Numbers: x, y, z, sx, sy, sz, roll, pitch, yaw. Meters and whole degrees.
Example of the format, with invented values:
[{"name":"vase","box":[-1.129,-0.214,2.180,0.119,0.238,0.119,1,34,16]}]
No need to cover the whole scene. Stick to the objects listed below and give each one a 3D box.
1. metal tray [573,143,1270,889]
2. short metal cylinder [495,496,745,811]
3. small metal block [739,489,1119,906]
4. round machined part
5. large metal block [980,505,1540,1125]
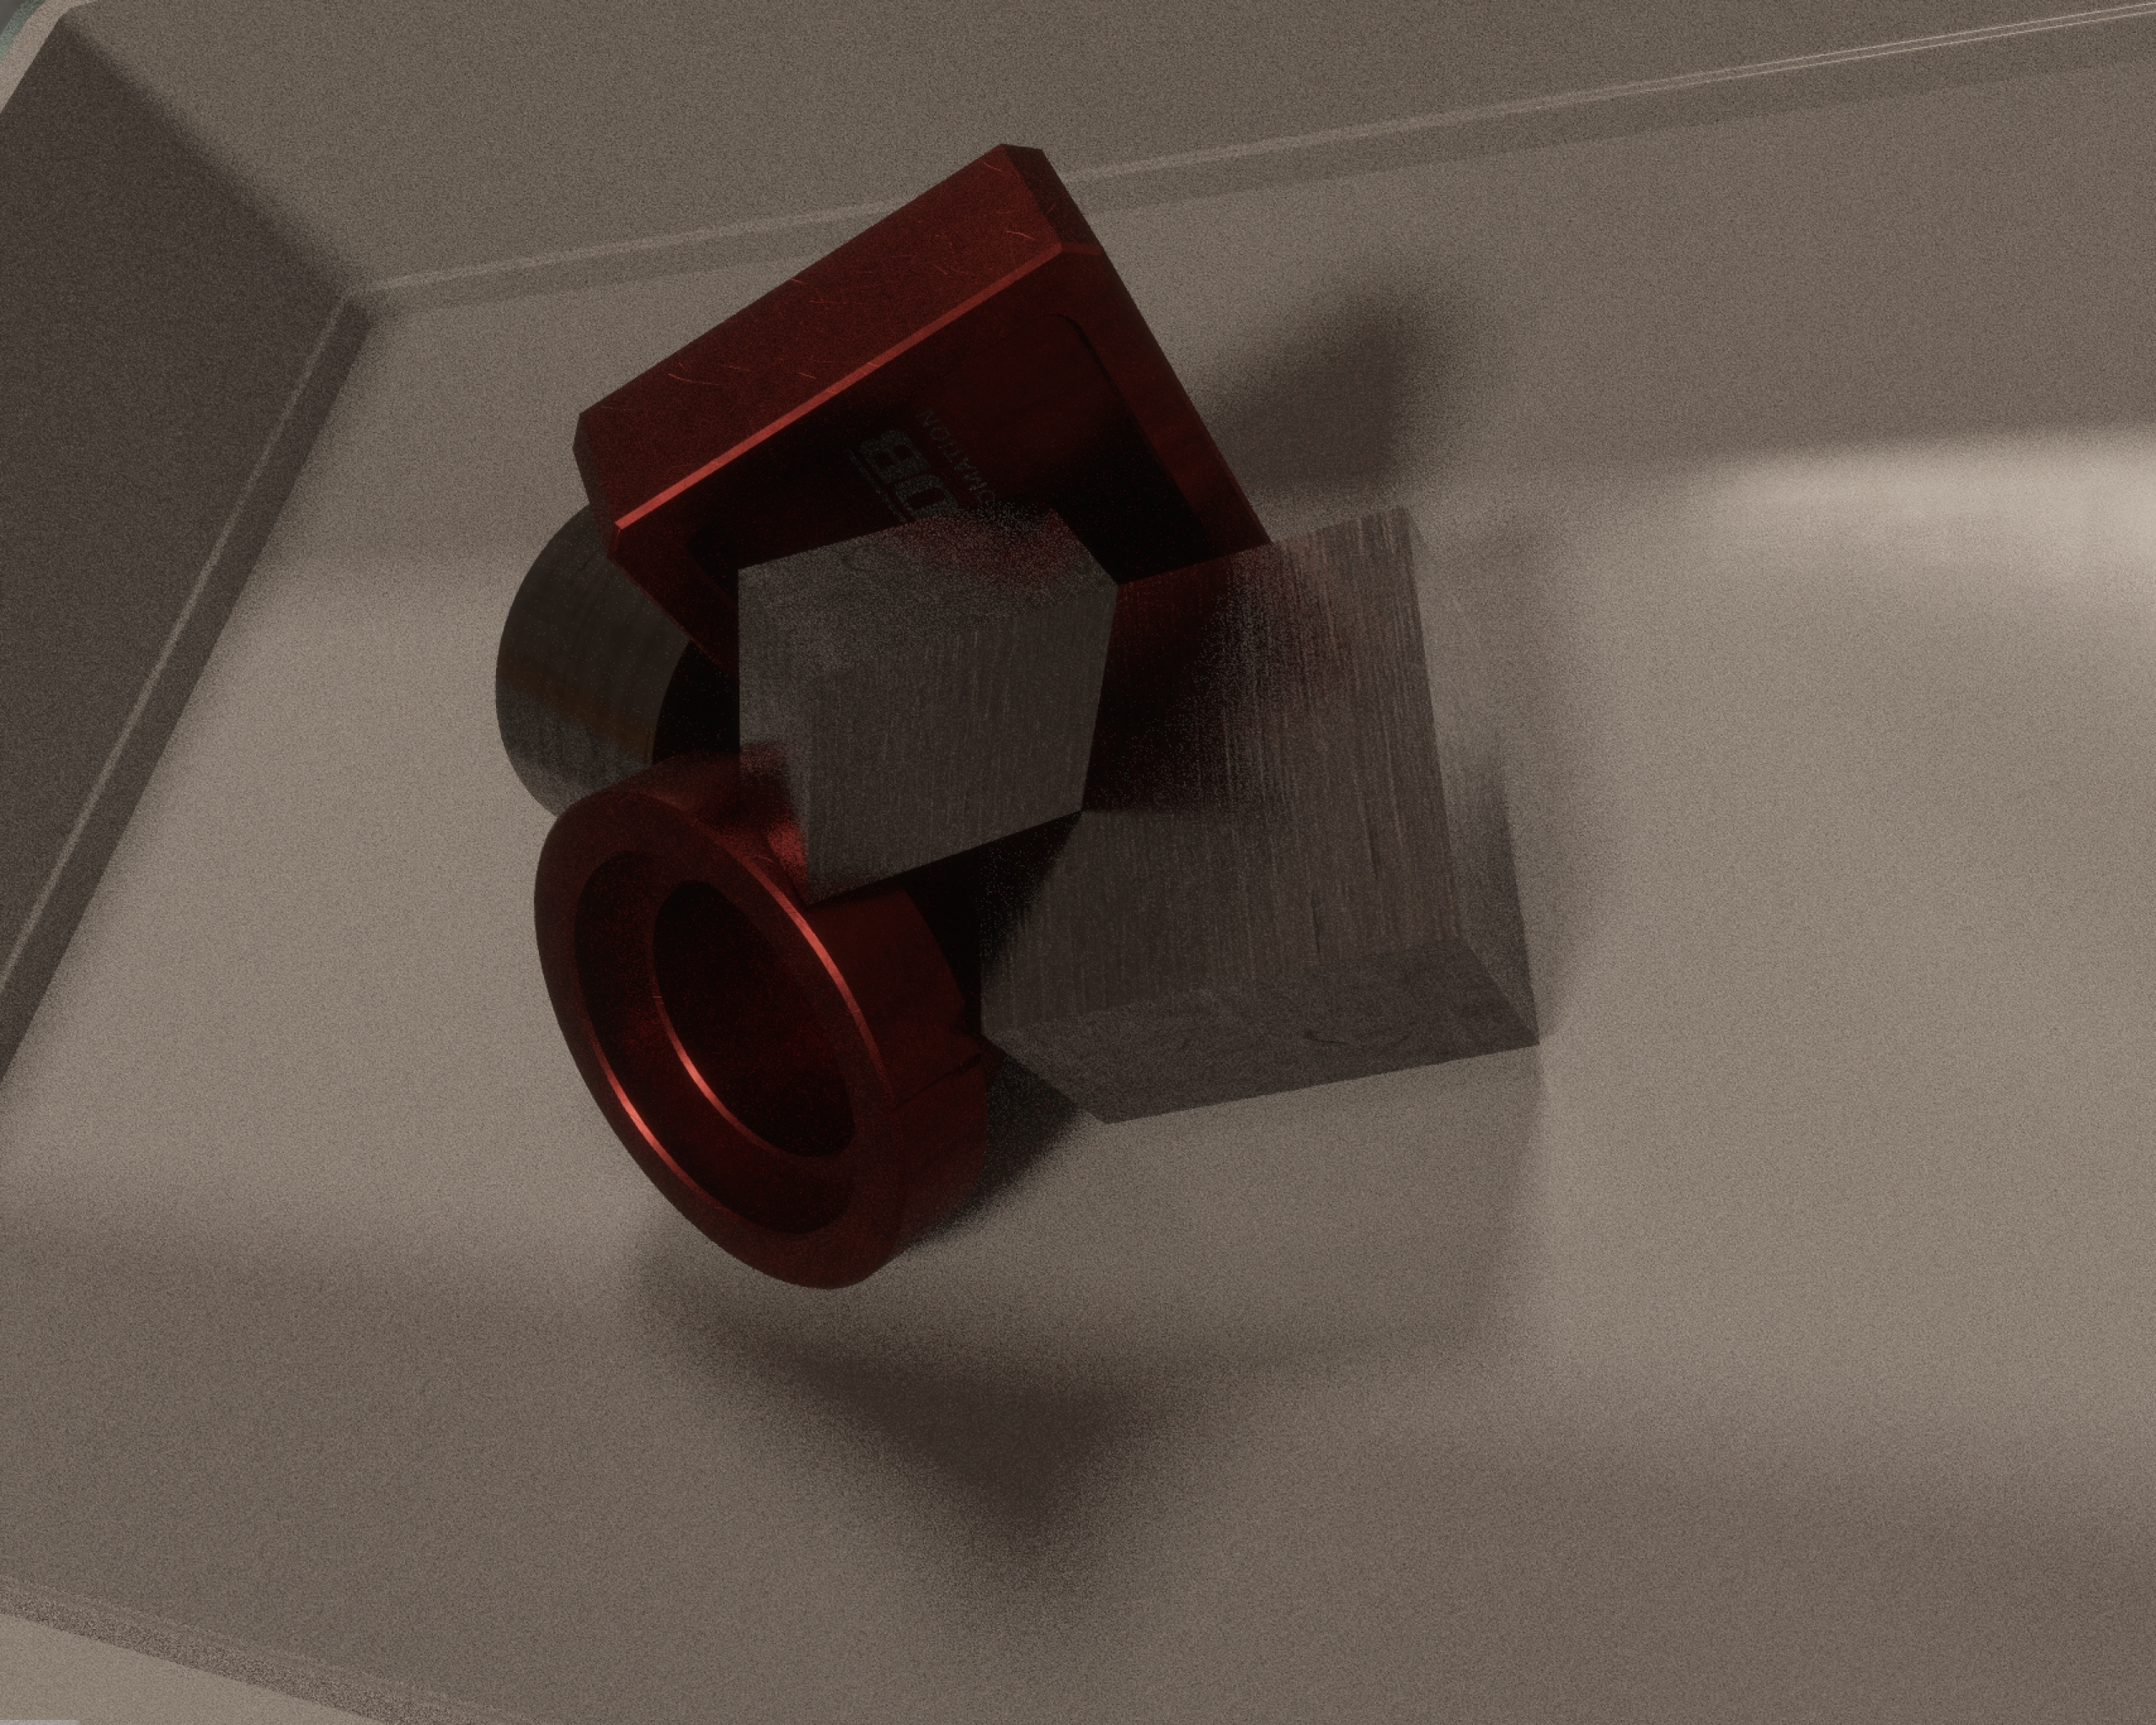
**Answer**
[{"name":"metal tray","box":[-0.015,-0.053,0.375,0.090,0.130,0.030,-31,53,8]},{"name":"short metal cylinder","box":[-0.069,-0.035,0.424,0.050,0.080,0.080,25,75,36]},{"name":"small metal block","box":[-0.025,-0.026,0.328,0.050,0.050,0.025,-20,55,-24]},{"name":"round machined part","box":[-0.051,0.025,0.379,0.098,0.097,0.042,22,38,36]},{"name":"large metal block","box":[0.030,-0.006,0.365,0.080,0.050,0.080,-13,61,20]}]
